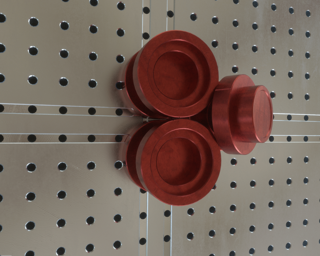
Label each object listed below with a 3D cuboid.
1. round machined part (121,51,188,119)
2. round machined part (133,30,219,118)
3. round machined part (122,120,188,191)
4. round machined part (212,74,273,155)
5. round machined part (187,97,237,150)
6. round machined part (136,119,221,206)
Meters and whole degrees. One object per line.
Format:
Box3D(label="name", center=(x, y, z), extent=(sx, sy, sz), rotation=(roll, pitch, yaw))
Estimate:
Box3D(label="round machined part", center=(0.002, -0.060, 0.405), extent=(0.099, 0.042, 0.097), rotation=(0, 90, -20))
Box3D(label="round machined part", center=(0.015, -0.060, 0.364), extent=(0.099, 0.042, 0.097), rotation=(0, 90, -20))
Box3D(label="round machined part", center=(0.003, 0.038, 0.405), extent=(0.099, 0.042, 0.097), rotation=(0, 90, -20))
Box3D(label="round machined part", center=(0.105, -0.016, 0.374), extent=(0.099, 0.042, 0.097), rotation=(1, 89, -52))
Box3D(label="round machined part", center=(0.087, -0.017, 0.435), extent=(0.099, 0.042, 0.097), rotation=(0, 90, -20))
Box3D(label="round machined part", center=(0.019, 0.038, 0.365), extent=(0.099, 0.042, 0.097), rotation=(0, 90, -20))
